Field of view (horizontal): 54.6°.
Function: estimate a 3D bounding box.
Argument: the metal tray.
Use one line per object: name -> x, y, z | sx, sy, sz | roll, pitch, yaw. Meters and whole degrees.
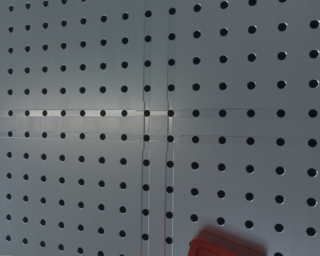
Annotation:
metal tray -> 0.069, 0.207, 0.385 | 0.090, 0.030, 0.129 | 17, 96, 19
